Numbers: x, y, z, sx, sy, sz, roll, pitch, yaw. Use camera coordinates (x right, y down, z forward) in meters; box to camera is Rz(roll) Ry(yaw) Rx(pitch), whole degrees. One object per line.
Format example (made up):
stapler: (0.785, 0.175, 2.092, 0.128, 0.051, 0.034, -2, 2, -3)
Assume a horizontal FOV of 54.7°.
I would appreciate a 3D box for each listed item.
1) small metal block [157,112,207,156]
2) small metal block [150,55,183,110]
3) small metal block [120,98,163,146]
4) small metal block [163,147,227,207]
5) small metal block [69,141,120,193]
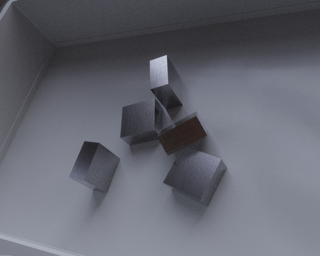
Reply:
small metal block: (0.027, 0.005, 0.370, 0.050, 0.050, 0.025, -28, 94, 10)
small metal block: (0.009, -0.062, 0.423, 0.025, 0.050, 0.050, -15, 56, 20)
small metal block: (-0.024, -0.008, 0.424, 0.050, 0.025, 0.050, -13, 56, 21)
small metal block: (0.040, 0.054, 0.352, 0.050, 0.025, 0.050, 19, 72, 35)
small metal block: (-0.083, 0.051, 0.402, 0.025, 0.050, 0.050, 4, 64, 30)
